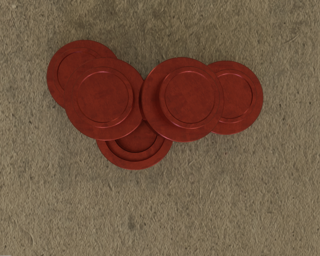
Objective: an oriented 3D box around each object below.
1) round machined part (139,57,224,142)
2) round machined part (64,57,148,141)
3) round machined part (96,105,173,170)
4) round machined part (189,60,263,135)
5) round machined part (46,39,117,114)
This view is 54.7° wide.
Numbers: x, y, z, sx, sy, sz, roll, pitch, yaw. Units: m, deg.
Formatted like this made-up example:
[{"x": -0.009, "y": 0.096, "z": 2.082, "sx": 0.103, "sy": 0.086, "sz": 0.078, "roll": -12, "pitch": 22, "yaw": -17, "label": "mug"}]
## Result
[{"x": 0.028, "y": -0.033, "z": 0.351, "sx": 0.099, "sy": 0.042, "sz": 0.097, "roll": 0, "pitch": 89, "yaw": -14, "label": "round machined part"}, {"x": -0.063, "y": -0.034, "z": 0.359, "sx": 0.099, "sy": 0.042, "sz": 0.097, "roll": 0, "pitch": 90, "yaw": -1, "label": "round machined part"}, {"x": -0.031, "y": 0.003, "z": 0.402, "sx": 0.099, "sy": 0.042, "sz": 0.097, "roll": 0, "pitch": 90, "yaw": -1, "label": "round machined part"}, {"x": 0.086, "y": -0.040, "z": 0.403, "sx": 0.099, "sy": 0.042, "sz": 0.097, "roll": 0, "pitch": 90, "yaw": -1, "label": "round machined part"}, {"x": -0.098, "y": -0.066, "z": 0.401, "sx": 0.099, "sy": 0.042, "sz": 0.097, "roll": 0, "pitch": 90, "yaw": -1, "label": "round machined part"}]
